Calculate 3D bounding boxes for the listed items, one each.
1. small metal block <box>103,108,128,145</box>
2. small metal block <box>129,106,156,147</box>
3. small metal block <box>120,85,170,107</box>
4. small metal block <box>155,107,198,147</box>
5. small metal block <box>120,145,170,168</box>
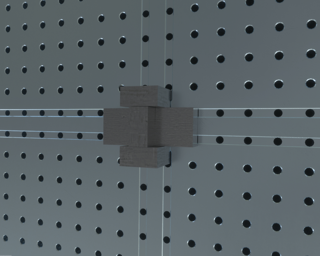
[{"bbox_3d":[-0.050,-0.002,0.429,0.050,0.025,0.050,1,90,19],"label":"small metal block"},{"bbox_3d":[-0.018,-0.002,0.404,0.025,0.050,0.050,1,90,20],"label":"small metal block"},{"bbox_3d":[-0.018,-0.039,0.404,0.050,0.050,0.025,1,91,19],"label":"small metal block"},{"bbox_3d":[0.022,-0.001,0.404,0.050,0.025,0.050,1,90,19],"label":"small metal block"},{"bbox_3d":[-0.019,0.036,0.405,0.050,0.050,0.025,1,91,19],"label":"small metal block"}]
